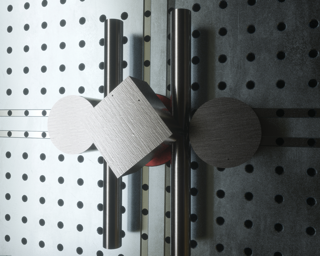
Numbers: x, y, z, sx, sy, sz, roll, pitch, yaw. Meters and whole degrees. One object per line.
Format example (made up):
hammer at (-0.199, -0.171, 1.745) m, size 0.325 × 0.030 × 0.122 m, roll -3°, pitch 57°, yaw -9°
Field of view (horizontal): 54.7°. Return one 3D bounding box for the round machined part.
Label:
round machined part at (-0.014, 0.003, 0.409) m, size 0.098 × 0.042 × 0.097 m, roll 0°, pitch 90°, yaw 20°

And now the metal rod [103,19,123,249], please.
metal rod at (-0.062, 0.008, 0.412) m, size 0.025 × 0.025 × 0.298 m, roll 0°, pitch 90°, yaw 20°

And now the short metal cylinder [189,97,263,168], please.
short metal cylinder at (0.080, 0.005, 0.370) m, size 0.080 × 0.050 × 0.080 m, roll 0°, pitch 90°, yaw 20°

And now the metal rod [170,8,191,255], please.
metal rod at (0.026, 0.007, 0.381) m, size 0.025 × 0.025 × 0.298 m, roll 0°, pitch 90°, yaw 20°

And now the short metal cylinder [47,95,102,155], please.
short metal cylinder at (-0.109, -0.004, 0.438) m, size 0.080 × 0.050 × 0.080 m, roll 0°, pitch 90°, yaw 20°

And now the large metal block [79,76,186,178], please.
large metal block at (-0.031, -0.001, 0.360) m, size 0.080 × 0.050 × 0.080 m, roll -40°, pitch 78°, yaw 15°
